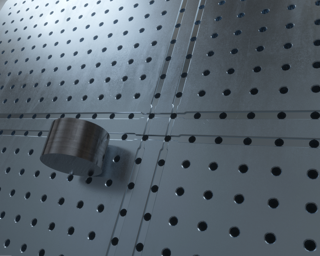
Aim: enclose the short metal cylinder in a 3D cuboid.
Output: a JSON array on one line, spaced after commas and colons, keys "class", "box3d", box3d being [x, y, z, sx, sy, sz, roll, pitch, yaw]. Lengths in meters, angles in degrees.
[{"class": "short metal cylinder", "box3d": [-0.112, 0.028, 0.416, 0.080, 0.080, 0.050, -6, 59, 25]}]
